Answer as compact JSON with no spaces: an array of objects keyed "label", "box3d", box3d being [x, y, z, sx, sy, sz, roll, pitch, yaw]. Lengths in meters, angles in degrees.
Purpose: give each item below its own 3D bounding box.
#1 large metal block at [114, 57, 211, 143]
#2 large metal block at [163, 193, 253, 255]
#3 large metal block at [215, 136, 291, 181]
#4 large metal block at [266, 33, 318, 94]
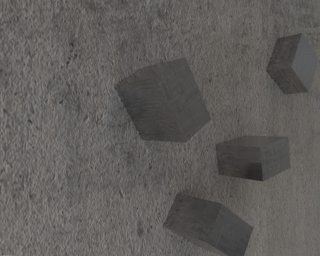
[{"label":"large metal block","box3d":[0.003,-0.031,0.371,0.050,0.080,0.080,-40,115,-33]},{"label":"large metal block","box3d":[0.066,0.136,0.424,0.080,0.080,0.050,41,65,-33]},{"label":"large metal block","box3d":[0.148,0.045,0.493,0.081,0.080,0.050,-12,98,-39]},{"label":"large metal block","box3d":[0.260,-0.123,0.606,0.080,0.050,0.080,37,67,-34]}]
